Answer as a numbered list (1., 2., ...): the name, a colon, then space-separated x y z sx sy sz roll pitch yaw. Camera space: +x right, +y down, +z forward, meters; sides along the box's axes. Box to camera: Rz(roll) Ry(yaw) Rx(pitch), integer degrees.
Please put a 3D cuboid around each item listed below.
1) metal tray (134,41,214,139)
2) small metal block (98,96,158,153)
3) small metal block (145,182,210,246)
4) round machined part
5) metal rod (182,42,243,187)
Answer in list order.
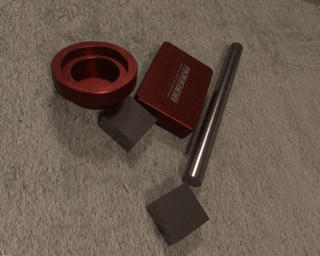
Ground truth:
1. metal tray: 0.021 -0.058 0.449 0.090 0.030 0.130 30 52 -10
2. small metal block: -0.040 -0.007 0.388 0.050 0.025 0.050 42 51 0
3. small metal block: 0.020 0.098 0.356 0.050 0.025 0.050 -22 74 -36
4. round machined part: -0.078 -0.060 0.375 0.099 0.042 0.098 5 48 -5
5. metal rod: 0.090 -0.040 0.478 0.025 0.025 0.301 32 51 -8
